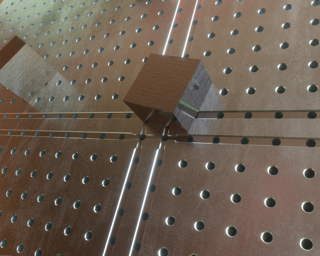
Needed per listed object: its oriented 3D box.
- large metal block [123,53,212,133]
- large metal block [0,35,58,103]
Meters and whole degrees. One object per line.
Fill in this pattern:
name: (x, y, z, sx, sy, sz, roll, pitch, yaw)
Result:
large metal block: (0.012, -0.049, 0.415, 0.080, 0.050, 0.080, 16, 70, 34)
large metal block: (-0.253, -0.107, 0.568, 0.080, 0.080, 0.050, -49, 52, -6)
